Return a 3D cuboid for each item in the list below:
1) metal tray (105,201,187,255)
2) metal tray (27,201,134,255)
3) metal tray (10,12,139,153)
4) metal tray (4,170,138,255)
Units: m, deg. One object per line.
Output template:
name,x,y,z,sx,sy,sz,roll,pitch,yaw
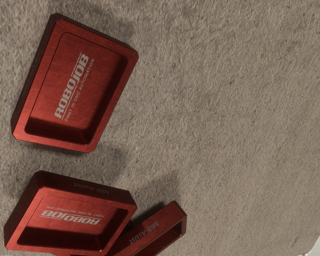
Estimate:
metal tray,-0.020,0.174,0.473,0.131,0.030,0.090,-31,148,-18
metal tray,-0.107,0.139,0.432,0.090,0.030,0.130,-42,130,1
metal tray,-0.091,-0.041,0.329,0.091,0.030,0.129,16,110,-35
metal tray,-0.104,0.108,0.375,0.131,0.030,0.090,23,106,-37
